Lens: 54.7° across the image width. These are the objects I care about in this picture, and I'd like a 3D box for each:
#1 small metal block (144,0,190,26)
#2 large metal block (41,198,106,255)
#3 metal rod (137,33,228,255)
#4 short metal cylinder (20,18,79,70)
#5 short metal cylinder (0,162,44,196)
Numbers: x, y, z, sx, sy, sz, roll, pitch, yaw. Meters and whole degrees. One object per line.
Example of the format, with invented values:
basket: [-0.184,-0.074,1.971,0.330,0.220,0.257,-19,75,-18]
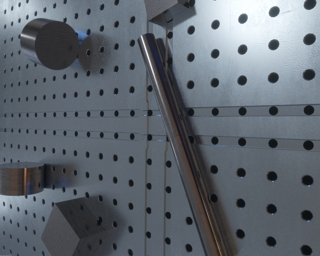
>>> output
small metal block: [0.007,-0.170,0.404,0.050,0.025,0.050,-17,79,38]
large metal block: [-0.145,0.177,0.513,0.080,0.050,0.079,40,114,32]
metal rod: [0.024,0.016,0.389,0.025,0.025,0.299,-28,73,36]
short metal cylinder: [-0.187,-0.143,0.528,0.050,0.081,0.079,23,105,38]
short metal cylinder: [-0.265,0.095,0.593,0.080,0.081,0.050,3,92,40]
